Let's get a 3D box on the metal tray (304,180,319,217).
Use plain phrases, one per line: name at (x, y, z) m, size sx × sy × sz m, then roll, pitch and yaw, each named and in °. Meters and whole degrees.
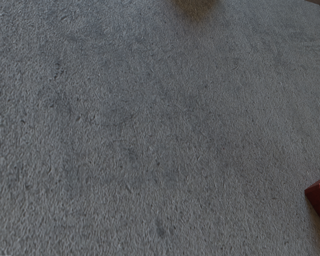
metal tray at (0.292, 0.135, 0.475) m, size 0.091 × 0.030 × 0.130 m, roll -18°, pitch 71°, yaw -35°
